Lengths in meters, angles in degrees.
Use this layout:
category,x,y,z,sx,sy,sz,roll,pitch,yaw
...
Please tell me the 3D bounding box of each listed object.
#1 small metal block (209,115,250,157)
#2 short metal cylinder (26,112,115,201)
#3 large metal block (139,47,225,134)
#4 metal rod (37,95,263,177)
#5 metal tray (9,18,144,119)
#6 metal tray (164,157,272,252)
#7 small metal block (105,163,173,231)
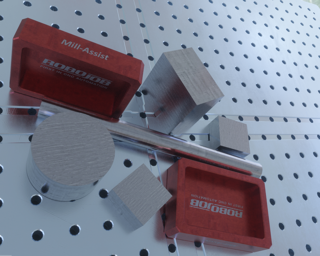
category,x,y,z,sx,sy,sz,roll,pitch,yaw
small metal block,0.101,0.015,0.453,0.050,0.025,0.050,16,55,-19
short metal cylinder,-0.093,0.030,0.322,0.081,0.050,0.080,14,56,-21
large metal block,0.026,-0.048,0.418,0.050,0.080,0.080,-20,73,-36
metal rod,0.002,0.019,0.397,0.302,0.025,0.025,18,55,-18
metal tray,-0.095,-0.059,0.350,0.131,0.090,0.030,17,55,-19
metal tray,0.073,0.096,0.384,0.131,0.030,0.090,17,55,-19
small metal block,-0.023,0.077,0.349,0.050,0.025,0.050,48,51,5
